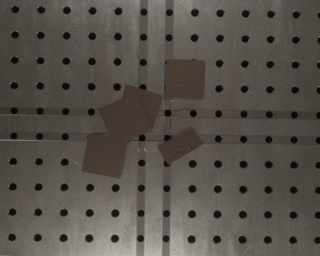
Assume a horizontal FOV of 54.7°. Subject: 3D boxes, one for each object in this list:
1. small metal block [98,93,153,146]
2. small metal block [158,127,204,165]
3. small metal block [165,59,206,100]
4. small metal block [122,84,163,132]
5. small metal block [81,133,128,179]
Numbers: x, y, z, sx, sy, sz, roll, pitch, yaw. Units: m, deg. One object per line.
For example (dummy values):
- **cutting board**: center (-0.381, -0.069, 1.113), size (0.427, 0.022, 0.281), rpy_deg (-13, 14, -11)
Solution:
- **small metal block**: center (-0.042, -0.010, 0.388), size (0.050, 0.025, 0.050), rpy_deg (-24, 90, -1)
- **small metal block**: center (0.025, 0.022, 0.401), size (0.050, 0.050, 0.025), rpy_deg (-31, 90, 0)
- **small metal block**: center (0.033, -0.064, 0.414), size (0.050, 0.025, 0.050), rpy_deg (2, 90, -1)
- **small metal block**: center (-0.027, -0.026, 0.413), size (0.050, 0.025, 0.050), rpy_deg (17, 90, -1)
- **small metal block**: center (-0.072, 0.036, 0.412), size (0.050, 0.025, 0.050), rpy_deg (11, 90, -1)
